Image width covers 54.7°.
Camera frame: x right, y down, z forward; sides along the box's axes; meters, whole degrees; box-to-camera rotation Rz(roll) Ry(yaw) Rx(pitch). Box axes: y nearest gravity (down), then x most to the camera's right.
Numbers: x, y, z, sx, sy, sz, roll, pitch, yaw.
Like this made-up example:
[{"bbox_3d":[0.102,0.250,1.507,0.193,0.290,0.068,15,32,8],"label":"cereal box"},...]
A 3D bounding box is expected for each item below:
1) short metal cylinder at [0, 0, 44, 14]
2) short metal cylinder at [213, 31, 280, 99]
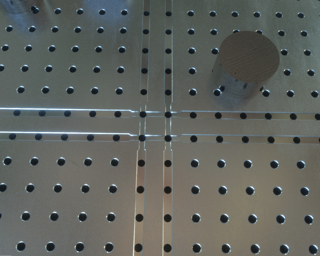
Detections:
[{"bbox_3d":[-0.226,-0.225,0.478,0.081,0.050,0.080,0,70,-1],"label":"short metal cylinder"},{"bbox_3d":[0.118,-0.087,0.432,0.081,0.050,0.080,0,70,-1],"label":"short metal cylinder"}]
